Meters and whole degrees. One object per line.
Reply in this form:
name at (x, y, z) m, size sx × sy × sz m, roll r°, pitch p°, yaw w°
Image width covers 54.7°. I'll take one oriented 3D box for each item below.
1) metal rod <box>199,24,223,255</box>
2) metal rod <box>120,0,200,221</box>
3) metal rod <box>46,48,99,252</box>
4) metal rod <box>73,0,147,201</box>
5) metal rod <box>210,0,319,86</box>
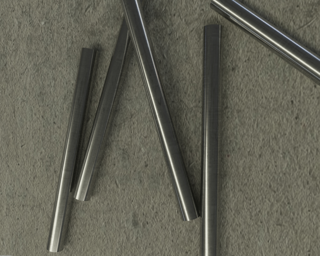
metal rod at (0.064, 0.024, 0.386) m, size 0.025 × 0.025 × 0.298 m, roll 1°, pitch 90°, yaw 20°
metal rod at (-0.001, -0.030, 0.395) m, size 0.025 × 0.025 × 0.298 m, roll -16°, pitch 90°, yaw 19°
metal rod at (-0.129, 0.034, 0.454) m, size 0.025 × 0.025 × 0.298 m, roll 13°, pitch 94°, yaw 19°
metal rod at (-0.071, -0.042, 0.433) m, size 0.025 × 0.025 × 0.298 m, roll 19°, pitch 96°, yaw 19°
metal rod at (0.178, -0.063, 0.345) m, size 0.300 × 0.025 × 0.025 m, roll 42°, pitch 103°, yaw 15°
